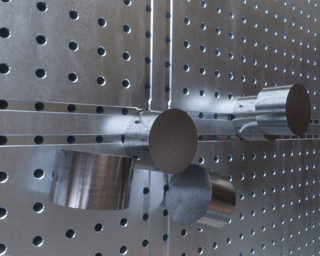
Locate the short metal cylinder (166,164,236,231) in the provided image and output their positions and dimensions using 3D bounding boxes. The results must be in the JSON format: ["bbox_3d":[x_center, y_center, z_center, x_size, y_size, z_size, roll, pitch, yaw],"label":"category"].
[{"bbox_3d":[0.054,0.094,0.418,0.050,0.080,0.080,26,74,-37],"label":"short metal cylinder"}]

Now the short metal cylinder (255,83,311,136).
[{"bbox_3d":[0.196,-0.028,0.492,0.081,0.050,0.079,0,90,-40],"label":"short metal cylinder"}]

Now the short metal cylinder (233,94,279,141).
[{"bbox_3d":[0.171,-0.018,0.536,0.081,0.050,0.079,0,90,-40],"label":"short metal cylinder"}]

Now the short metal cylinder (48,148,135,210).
[{"bbox_3d":[-0.068,0.051,0.316,0.081,0.080,0.050,12,83,-40],"label":"short metal cylinder"}]

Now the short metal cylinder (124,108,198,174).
[{"bbox_3d":[0.002,0.016,0.394,0.081,0.050,0.079,0,90,-40],"label":"short metal cylinder"}]
